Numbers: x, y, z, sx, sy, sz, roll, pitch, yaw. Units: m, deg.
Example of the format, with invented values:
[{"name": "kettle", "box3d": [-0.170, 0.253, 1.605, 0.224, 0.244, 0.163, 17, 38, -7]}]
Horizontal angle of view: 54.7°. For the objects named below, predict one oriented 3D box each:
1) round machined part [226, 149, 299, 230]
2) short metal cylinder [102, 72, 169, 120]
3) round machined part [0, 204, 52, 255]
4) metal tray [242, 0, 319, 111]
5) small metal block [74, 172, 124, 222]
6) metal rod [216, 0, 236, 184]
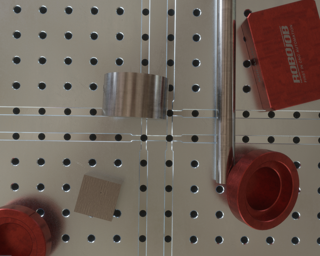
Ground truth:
[{"name": "round machined part", "box3d": [0.125, 0.075, 0.394, 0.099, 0.042, 0.097, -3, 97, -24]}, {"name": "short metal cylinder", "box3d": [-0.030, -0.038, 0.385, 0.080, 0.080, 0.050, 4, 90, 0]}, {"name": "round machined part", "box3d": [-0.190, 0.148, 0.403, 0.099, 0.042, 0.097, 0, 90, 0]}, {"name": "metal tray", "box3d": [0.171, -0.095, 0.412, 0.090, 0.030, 0.129, -15, 90, 0]}, {"name": "small metal block", "box3d": [-0.080, 0.091, 0.413, 0.050, 0.025, 0.050, 15, 90, 0]}, {"name": "metal rod", "box3d": [0.088, -0.076, 0.413, 0.025, 0.025, 0.298, 0, 90, 0]}]
